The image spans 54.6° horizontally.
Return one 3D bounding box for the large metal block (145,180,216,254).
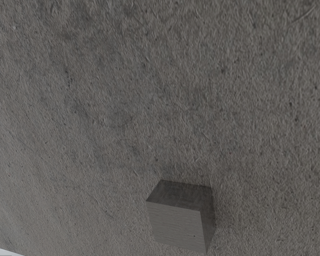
[{"bbox_3d":[0.033,0.128,0.453,0.080,0.050,0.080,4,120,26],"label":"large metal block"}]
